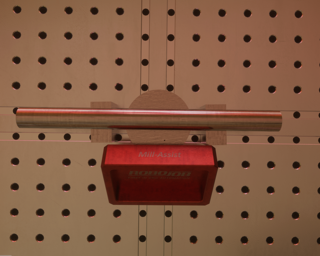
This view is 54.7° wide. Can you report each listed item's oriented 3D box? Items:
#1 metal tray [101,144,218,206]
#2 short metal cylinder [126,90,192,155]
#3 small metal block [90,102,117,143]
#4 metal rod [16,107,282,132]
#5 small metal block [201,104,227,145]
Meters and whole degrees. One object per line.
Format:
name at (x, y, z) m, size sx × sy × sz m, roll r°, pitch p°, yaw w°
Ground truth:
metal tray at (-0.001, 0.060, 0.383) m, size 0.131 × 0.089 × 0.030 m, roll 0°, pitch 47°, yaw 0°
short metal cylinder at (-0.002, -0.007, 0.400) m, size 0.081 × 0.050 × 0.080 m, roll 0°, pitch 90°, yaw 0°
small metal block at (-0.071, -0.007, 0.400) m, size 0.025 × 0.050 × 0.050 m, roll -1°, pitch 90°, yaw 0°
metal rod at (-0.012, -0.010, 0.363) m, size 0.302 × 0.025 × 0.025 m, roll 1°, pitch 90°, yaw 0°
small metal block at (0.068, -0.004, 0.401) m, size 0.025 × 0.050 × 0.050 m, roll -1°, pitch 90°, yaw 0°
